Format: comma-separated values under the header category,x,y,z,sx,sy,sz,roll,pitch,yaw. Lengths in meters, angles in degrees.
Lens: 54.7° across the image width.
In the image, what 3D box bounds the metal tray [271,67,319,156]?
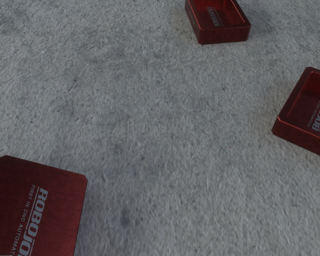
category,x,y,z,sx,sy,sz,roll,pitch,yaw
metal tray,0.221,-0.024,0.422,0.090,0.030,0.131,27,55,21

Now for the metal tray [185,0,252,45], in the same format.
category,x,y,z,sx,sy,sz,roll,pitch,yaw
metal tray,0.103,-0.208,0.576,0.091,0.030,0.130,-6,50,-6

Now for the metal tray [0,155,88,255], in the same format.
category,x,y,z,sx,sy,sz,roll,pitch,yaw
metal tray,-0.126,0.097,0.292,0.091,0.030,0.130,19,47,-21

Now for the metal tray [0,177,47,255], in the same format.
category,x,y,z,sx,sy,sz,roll,pitch,yaw
metal tray,-0.185,0.110,0.304,0.090,0.030,0.130,13,51,10
